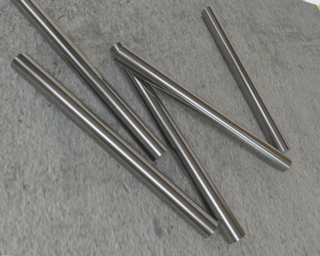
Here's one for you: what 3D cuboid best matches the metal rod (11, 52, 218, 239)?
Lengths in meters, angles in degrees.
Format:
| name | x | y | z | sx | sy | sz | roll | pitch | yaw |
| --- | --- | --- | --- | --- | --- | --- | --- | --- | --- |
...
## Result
| name | x | y | z | sx | sy | sz | roll | pitch | yaw |
| --- | --- | --- | --- | --- | --- | --- | --- | --- | --- |
| metal rod | -0.053 | 0.020 | 0.363 | 0.300 | 0.025 | 0.025 | 42 | 51 | 0 |

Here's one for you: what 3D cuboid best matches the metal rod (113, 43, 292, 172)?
| name | x | y | z | sx | sy | sz | roll | pitch | yaw |
| --- | --- | --- | --- | --- | --- | --- | --- | --- | --- |
| metal rod | 0.070 | -0.021 | 0.436 | 0.301 | 0.025 | 0.025 | 32 | 51 | -16 |

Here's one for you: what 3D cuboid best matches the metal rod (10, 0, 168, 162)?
| name | x | y | z | sx | sy | sz | roll | pitch | yaw |
| --- | --- | --- | --- | --- | --- | --- | --- | --- | --- |
| metal rod | -0.099 | -0.077 | 0.398 | 0.300 | 0.025 | 0.025 | 48 | 51 | 5 |

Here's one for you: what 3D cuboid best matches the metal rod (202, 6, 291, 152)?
| name | x | y | z | sx | sy | sz | roll | pitch | yaw |
| --- | --- | --- | --- | --- | --- | --- | --- | --- | --- |
| metal rod | 0.143 | -0.092 | 0.539 | 0.025 | 0.025 | 0.299 | -9 | 66 | -32 |

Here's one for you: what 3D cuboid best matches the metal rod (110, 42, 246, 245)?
| name | x | y | z | sx | sy | sz | roll | pitch | yaw |
| --- | --- | --- | --- | --- | --- | --- | --- | --- | --- |
| metal rod | 0.016 | 0.010 | 0.407 | 0.025 | 0.025 | 0.299 | -22 | 74 | -36 |
